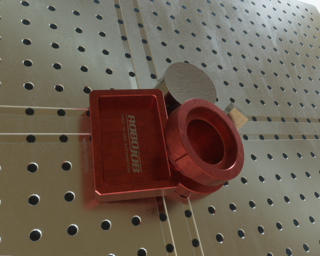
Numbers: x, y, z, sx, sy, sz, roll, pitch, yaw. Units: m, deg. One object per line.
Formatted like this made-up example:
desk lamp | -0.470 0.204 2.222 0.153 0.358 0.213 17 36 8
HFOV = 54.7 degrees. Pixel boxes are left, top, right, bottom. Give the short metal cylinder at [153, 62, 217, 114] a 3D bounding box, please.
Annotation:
short metal cylinder | 0.032 -0.046 0.439 0.081 0.050 0.080 14 56 -21

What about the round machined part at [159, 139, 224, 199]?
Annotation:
round machined part | 0.048 0.038 0.401 0.099 0.042 0.098 14 56 -21

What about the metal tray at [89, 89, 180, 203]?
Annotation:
metal tray | -0.034 0.016 0.364 0.091 0.030 0.130 -3 62 -14

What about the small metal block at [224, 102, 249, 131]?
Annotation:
small metal block | 0.095 -0.007 0.437 0.025 0.050 0.050 40 16 -2

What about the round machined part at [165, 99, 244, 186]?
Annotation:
round machined part | 0.045 0.019 0.350 0.099 0.042 0.098 21 52 -29
